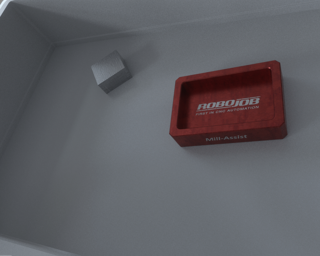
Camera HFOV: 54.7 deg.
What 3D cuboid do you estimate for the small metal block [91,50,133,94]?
[{"bbox_3d":[-0.079,-0.091,0.501,0.050,0.025,0.050,-32,52,7],"label":"small metal block"}]

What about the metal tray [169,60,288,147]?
[{"bbox_3d":[0.081,-0.028,0.376,0.130,0.030,0.090,-6,59,24],"label":"metal tray"}]

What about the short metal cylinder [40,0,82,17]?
[{"bbox_3d":[-0.205,-0.282,0.650,0.080,0.080,0.050,-13,57,20],"label":"short metal cylinder"}]
